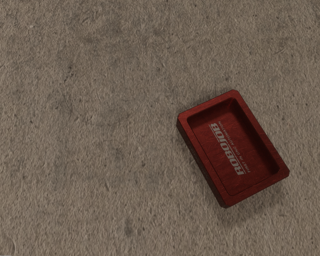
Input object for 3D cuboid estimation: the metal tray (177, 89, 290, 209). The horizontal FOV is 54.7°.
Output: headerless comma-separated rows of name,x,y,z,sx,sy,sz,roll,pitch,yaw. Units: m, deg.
metal tray,0.089,0.024,0.397,0.091,0.030,0.130,-25,72,-9
